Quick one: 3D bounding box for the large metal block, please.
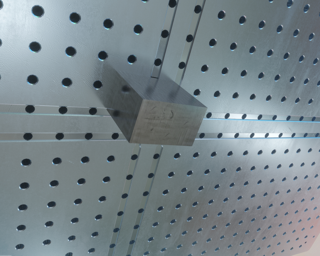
[{"bbox_3d":[-0.007,-0.022,0.360,0.081,0.080,0.050,5,116,-31],"label":"large metal block"}]
